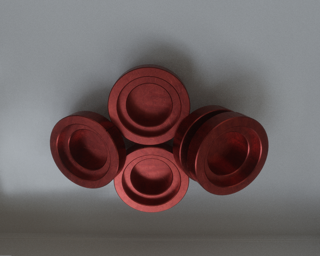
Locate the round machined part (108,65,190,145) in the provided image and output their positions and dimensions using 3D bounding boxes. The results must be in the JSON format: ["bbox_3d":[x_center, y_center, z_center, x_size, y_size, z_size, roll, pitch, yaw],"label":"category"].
[{"bbox_3d":[-0.013,-0.031,0.388,0.099,0.042,0.097,0,110,0],"label":"round machined part"}]

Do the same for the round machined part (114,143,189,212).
[{"bbox_3d":[-0.011,0.062,0.422,0.099,0.042,0.097,0,110,0],"label":"round machined part"}]

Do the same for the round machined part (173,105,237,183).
[{"bbox_3d":[0.061,0.017,0.396,0.099,0.042,0.097,-8,111,-21],"label":"round machined part"}]

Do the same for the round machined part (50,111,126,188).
[{"bbox_3d":[-0.087,0.024,0.398,0.098,0.042,0.097,7,111,19],"label":"round machined part"}]

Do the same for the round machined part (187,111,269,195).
[{"bbox_3d":[0.076,0.027,0.370,0.099,0.042,0.097,-8,112,-21],"label":"round machined part"}]
